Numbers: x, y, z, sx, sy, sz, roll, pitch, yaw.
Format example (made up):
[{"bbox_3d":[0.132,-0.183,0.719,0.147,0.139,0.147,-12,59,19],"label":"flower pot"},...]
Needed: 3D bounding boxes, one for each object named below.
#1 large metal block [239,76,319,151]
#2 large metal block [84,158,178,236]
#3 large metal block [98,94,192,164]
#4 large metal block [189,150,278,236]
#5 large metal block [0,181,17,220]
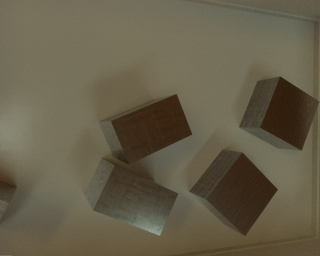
[{"bbox_3d":[0.179,-0.020,0.465,0.080,0.050,0.080,26,81,-19],"label":"large metal block"},{"bbox_3d":[-0.038,0.078,0.368,0.080,0.080,0.050,27,81,-18],"label":"large metal block"},{"bbox_3d":[-0.021,0.000,0.374,0.081,0.080,0.050,-24,99,-19],"label":"large metal block"},{"bbox_3d":[0.103,0.089,0.437,0.080,0.050,0.080,45,76,-15],"label":"large metal block"},{"bbox_3d":[-0.198,0.073,0.308,0.080,0.080,0.050,29,81,-18],"label":"large metal block"}]
